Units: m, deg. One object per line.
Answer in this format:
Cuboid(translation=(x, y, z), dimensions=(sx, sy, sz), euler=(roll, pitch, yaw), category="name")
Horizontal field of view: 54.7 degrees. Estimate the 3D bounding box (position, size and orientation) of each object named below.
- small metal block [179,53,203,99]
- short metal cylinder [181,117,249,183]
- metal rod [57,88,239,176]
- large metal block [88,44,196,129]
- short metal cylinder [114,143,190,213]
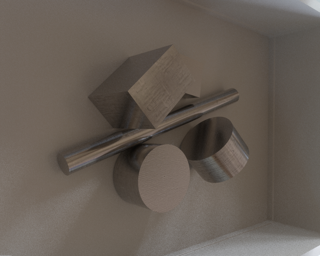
Cuboid(translation=(0.032, -0.071, 0.433), dimensions=(0.050, 0.025, 0.050), euler=(11, 83, -40), category="small metal block")
Cuboid(translation=(0.077, 0.030, 0.437), dimensions=(0.050, 0.080, 0.080), euler=(51, 60, -29), category="short metal cylinder")
Cuboid(translation=(0.009, -0.008, 0.415), dimensions=(0.302, 0.025, 0.025), euler=(-23, 105, -38), category="metal rod")
Cuboid(translation=(-0.021, -0.045, 0.354), dimensions=(0.080, 0.080, 0.050), euler=(-51, 121, -28), category="large metal block")
Cuboid(translation=(-0.009, 0.059, 0.382), dimensions=(0.081, 0.050, 0.079), euler=(0, 90, -40), category="short metal cylinder")
